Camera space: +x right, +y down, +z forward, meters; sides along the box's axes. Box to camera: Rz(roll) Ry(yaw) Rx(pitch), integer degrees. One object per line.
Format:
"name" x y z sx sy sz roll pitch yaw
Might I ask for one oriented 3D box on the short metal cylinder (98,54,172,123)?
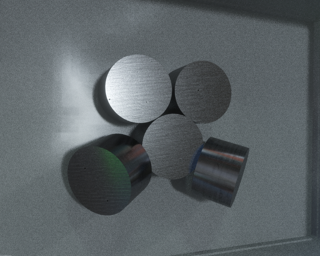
"short metal cylinder" -0.032 -0.046 0.383 0.081 0.050 0.079 0 90 -21

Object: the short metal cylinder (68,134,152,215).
"short metal cylinder" -0.056 0.051 0.354 0.050 0.080 0.080 -32 105 -63

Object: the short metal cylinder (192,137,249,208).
"short metal cylinder" 0.080 0.057 0.404 0.050 0.080 0.080 17 83 20

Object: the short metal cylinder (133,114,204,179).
"short metal cylinder" 0.008 0.022 0.398 0.081 0.050 0.079 0 90 -21

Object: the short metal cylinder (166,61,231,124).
"short metal cylinder" 0.047 -0.046 0.414 0.081 0.050 0.079 0 90 -21
